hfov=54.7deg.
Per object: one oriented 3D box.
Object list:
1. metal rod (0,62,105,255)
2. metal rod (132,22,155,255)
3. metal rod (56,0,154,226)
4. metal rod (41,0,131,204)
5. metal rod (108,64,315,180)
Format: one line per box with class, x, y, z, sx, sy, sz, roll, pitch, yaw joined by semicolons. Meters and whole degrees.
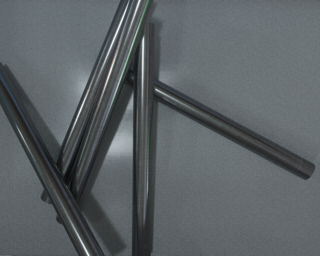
metal rod;-0.144;0.044;0.382;0.025;0.025;0.299;-32;80;0
metal rod;-0.022;0.022;0.394;0.025;0.025;0.298;1;97;-1
metal rod;-0.072;-0.014;0.379;0.025;0.025;0.298;21;102;-1
metal rod;-0.085;-0.040;0.389;0.025;0.025;0.298;24;98;-1
metal rod;0.066;-0.013;0.412;0.301;0.025;0.025;28;90;-1
